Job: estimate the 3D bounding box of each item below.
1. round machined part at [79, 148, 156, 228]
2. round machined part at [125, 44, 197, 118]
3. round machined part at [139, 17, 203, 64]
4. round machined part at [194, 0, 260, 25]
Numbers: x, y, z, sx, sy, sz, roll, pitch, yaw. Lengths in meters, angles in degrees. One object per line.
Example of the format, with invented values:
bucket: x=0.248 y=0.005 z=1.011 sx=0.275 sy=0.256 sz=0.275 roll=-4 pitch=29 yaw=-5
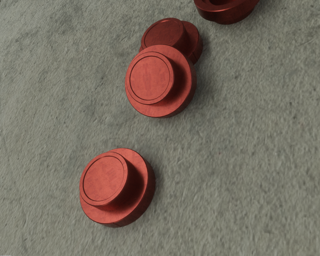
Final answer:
round machined part: x=-0.059 y=0.068 z=0.380 sx=0.098 sy=0.042 sz=0.098 roll=-13 pitch=56 yaw=20
round machined part: x=-0.005 y=-0.062 z=0.408 sx=0.098 sy=0.042 sz=0.097 roll=-1 pitch=88 yaw=25
round machined part: x=0.011 y=-0.125 z=0.462 sx=0.098 sy=0.042 sz=0.098 roll=-13 pitch=56 yaw=20
round machined part: x=0.103 y=-0.192 z=0.456 sx=0.098 sy=0.042 sz=0.098 roll=-13 pitch=56 yaw=20
